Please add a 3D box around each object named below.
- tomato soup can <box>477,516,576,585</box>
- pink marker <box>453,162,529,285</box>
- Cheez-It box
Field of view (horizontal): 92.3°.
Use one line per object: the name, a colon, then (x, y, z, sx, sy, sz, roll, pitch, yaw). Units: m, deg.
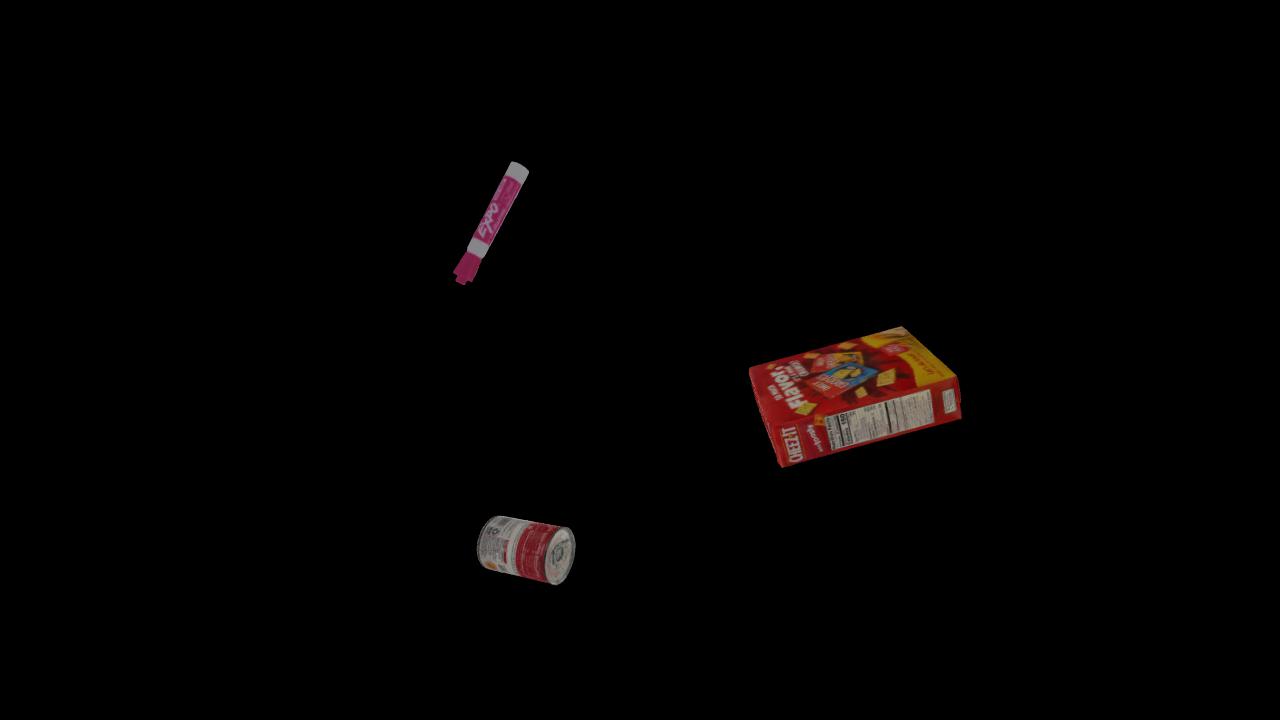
tomato soup can: (-0.139, 0.231, 0.751, 0.101, 0.068, 0.068, 3, 1, 25)
pink marker: (-0.136, -0.123, 0.559, 0.020, 0.121, 0.020, 26, -5, 3)
Cheez-It box: (0.266, 0.042, 0.795, 0.223, 0.071, 0.166, -16, 23, 7)
